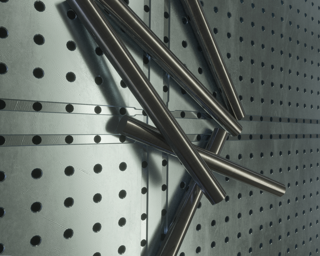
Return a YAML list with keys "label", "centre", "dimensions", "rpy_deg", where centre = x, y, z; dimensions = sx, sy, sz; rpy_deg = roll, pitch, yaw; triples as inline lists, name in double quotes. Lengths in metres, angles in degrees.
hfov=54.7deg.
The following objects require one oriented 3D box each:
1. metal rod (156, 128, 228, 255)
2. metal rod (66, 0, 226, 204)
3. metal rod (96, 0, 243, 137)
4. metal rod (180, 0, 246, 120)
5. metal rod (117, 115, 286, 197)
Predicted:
- label: "metal rod"
  centre: [0.031, 0.130, 0.438]
  dimensions: [0.025, 0.025, 0.300]
  rpy_deg: [42, 64, -32]
- label: "metal rod"
  centre: [-0.008, -0.027, 0.370]
  dimensions: [0.025, 0.025, 0.299]
  rpy_deg: [-44, 106, -31]
- label: "metal rod"
  centre: [0.029, -0.076, 0.435]
  dimensions: [0.301, 0.025, 0.025]
  rpy_deg: [39, 66, -33]
- label: "metal rod"
  centre: [0.067, -0.141, 0.466]
  dimensions: [0.025, 0.025, 0.299]
  rpy_deg: [-43, 116, -32]
- label: "metal rod"
  centre: [0.076, 0.049, 0.444]
  dimensions: [0.302, 0.025, 0.025]
  rpy_deg: [24, 75, -28]
